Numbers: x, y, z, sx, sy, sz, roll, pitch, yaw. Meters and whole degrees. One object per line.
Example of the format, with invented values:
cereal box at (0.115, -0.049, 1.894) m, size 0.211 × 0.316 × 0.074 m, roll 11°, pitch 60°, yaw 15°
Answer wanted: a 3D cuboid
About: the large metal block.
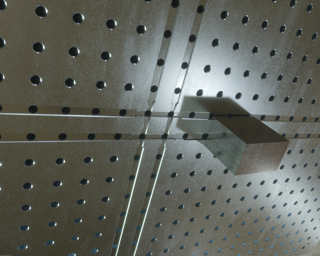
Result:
large metal block at (0.125, 0.022, 0.457) m, size 0.081 × 0.080 × 0.050 m, roll -1°, pitch 119°, yaw -28°
